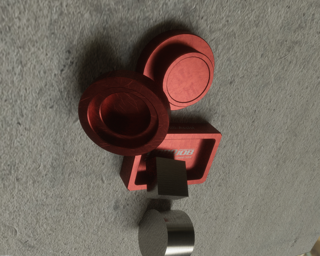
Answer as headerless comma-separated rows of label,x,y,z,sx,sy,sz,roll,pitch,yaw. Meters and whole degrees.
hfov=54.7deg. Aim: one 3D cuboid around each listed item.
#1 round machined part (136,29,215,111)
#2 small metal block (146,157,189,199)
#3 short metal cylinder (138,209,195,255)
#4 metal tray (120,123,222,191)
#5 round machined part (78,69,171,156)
round machined part,0.024,-0.064,0.371,0.099,0.042,0.097,-14,125,-21
small metal block,0.009,0.069,0.421,0.050,0.050,0.025,12,153,-34
short metal cylinder,0.009,0.168,0.482,0.050,0.080,0.079,12,112,-34
metal tray,0.016,0.039,0.438,0.131,0.030,0.089,0,118,-29
round machined part,-0.036,-0.020,0.346,0.099,0.042,0.097,4,123,7
